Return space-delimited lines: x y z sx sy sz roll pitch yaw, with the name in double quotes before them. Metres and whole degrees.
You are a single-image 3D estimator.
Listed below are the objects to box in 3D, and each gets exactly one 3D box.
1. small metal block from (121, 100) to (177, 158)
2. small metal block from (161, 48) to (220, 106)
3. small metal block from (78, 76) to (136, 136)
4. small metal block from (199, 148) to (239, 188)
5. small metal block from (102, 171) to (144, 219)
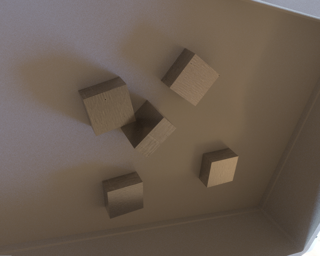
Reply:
"small metal block" -0.015 0.000 0.384 0.050 0.050 0.025 -47 129 4
"small metal block" 0.038 -0.063 0.390 0.050 0.025 0.050 30 102 -38
"small metal block" -0.061 -0.025 0.360 0.050 0.025 0.050 -22 127 -15
"small metal block" 0.094 0.064 0.499 0.050 0.025 0.050 -10 123 -24
"small metal block" -0.052 0.095 0.439 0.050 0.025 0.050 -13 124 -21
